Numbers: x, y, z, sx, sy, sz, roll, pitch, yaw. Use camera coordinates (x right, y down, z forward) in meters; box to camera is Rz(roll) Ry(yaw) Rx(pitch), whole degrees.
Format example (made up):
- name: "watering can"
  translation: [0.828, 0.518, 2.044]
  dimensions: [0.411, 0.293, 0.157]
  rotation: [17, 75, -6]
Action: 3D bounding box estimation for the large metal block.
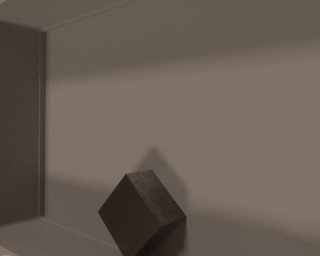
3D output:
- name: "large metal block"
  translation: [-0.026, 0.114, 0.410]
  dimensions: [0.080, 0.050, 0.080]
  rotation: [51, 119, 27]
